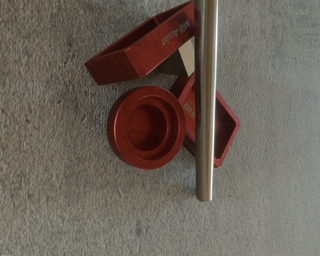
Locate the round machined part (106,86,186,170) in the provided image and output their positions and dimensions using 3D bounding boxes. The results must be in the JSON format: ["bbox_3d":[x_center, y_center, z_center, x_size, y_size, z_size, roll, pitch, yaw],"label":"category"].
[{"bbox_3d":[-0.020,-0.001,0.376,0.099,0.042,0.097,-3,95,-34],"label":"round machined part"}]

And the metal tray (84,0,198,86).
[{"bbox_3d":[-0.012,-0.099,0.354,0.131,0.090,0.030,-45,118,-31],"label":"metal tray"}]

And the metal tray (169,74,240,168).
[{"bbox_3d":[0.061,-0.013,0.457,0.130,0.030,0.090,45,63,-31],"label":"metal tray"}]

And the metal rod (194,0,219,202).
[{"bbox_3d":[0.056,-0.021,0.386,0.025,0.025,0.298,-33,132,-35],"label":"metal rod"}]

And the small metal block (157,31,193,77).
[{"bbox_3d":[0.017,-0.096,0.399,0.025,0.050,0.050,-49,134,-26],"label":"small metal block"}]
